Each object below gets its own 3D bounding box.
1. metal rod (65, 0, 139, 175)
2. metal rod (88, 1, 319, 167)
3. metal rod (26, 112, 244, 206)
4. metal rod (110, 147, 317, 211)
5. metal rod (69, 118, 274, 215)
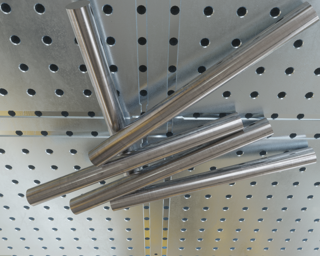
[{"bbox_3d":[-0.058,-0.010,0.402,0.025,0.025,0.299,-7,130,6],"label":"metal rod"},{"bbox_3d":[0.034,-0.039,0.359,0.300,0.025,0.025,-33,123,18],"label":"metal rod"},{"bbox_3d":[-0.036,0.043,0.416,0.301,0.025,0.025,-20,128,4],"label":"metal rod"},{"bbox_3d":[0.074,0.076,0.457,0.301,0.025,0.025,-14,129,4],"label":"metal rod"},{"bbox_3d":[0.009,0.057,0.435,0.301,0.025,0.025,-24,127,9],"label":"metal rod"}]
